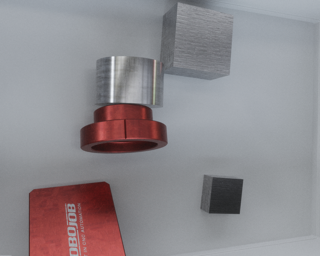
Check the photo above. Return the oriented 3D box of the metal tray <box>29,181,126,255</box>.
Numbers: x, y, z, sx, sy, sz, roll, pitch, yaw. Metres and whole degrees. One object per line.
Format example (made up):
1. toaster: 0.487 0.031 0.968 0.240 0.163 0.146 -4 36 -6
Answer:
1. metal tray: -0.089 0.121 0.329 0.091 0.130 0.030 -3 132 -20

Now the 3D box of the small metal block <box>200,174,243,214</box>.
1. small metal block: 0.089 0.095 0.445 0.050 0.025 0.050 7 88 -20

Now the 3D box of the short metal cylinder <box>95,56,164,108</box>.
1. short metal cylinder: -0.036 -0.051 0.369 0.081 0.080 0.050 2 90 -20

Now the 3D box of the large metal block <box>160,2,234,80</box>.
1. large metal block: 0.048 -0.112 0.416 0.081 0.050 0.080 5 89 -20

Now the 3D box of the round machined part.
1. round machined part: -0.042 0.001 0.359 0.099 0.098 0.042 1 77 -20
